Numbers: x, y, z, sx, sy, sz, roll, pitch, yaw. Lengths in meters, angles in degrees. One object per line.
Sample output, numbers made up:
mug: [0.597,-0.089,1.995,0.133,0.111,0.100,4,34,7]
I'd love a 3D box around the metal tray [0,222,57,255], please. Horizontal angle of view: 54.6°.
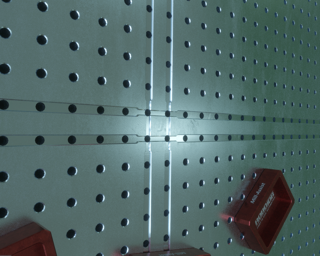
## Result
metal tray: [-0.137,0.169,0.290,0.091,0.030,0.129,-18,102,-38]

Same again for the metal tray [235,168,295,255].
metal tray: [0.195,0.150,0.567,0.131,0.030,0.090,-47,118,-30]

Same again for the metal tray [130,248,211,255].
metal tray: [0.011,0.215,0.414,0.131,0.030,0.090,13,82,-39]
